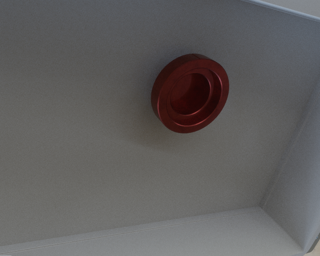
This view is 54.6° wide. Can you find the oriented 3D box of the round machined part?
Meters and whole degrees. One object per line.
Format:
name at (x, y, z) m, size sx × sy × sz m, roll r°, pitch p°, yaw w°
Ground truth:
round machined part at (0.033, -0.046, 0.387) m, size 0.099 × 0.042 × 0.097 m, roll -14°, pitch 124°, yaw -21°
